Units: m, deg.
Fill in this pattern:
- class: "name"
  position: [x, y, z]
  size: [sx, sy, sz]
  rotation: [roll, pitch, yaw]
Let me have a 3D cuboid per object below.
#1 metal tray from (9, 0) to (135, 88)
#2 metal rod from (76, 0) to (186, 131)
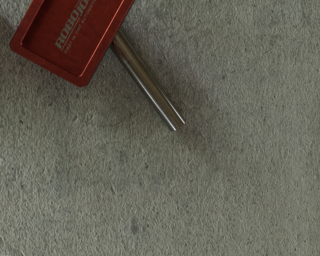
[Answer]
- class: "metal tray"
  position: [-0.095, -0.122, 0.351]
  size: [0.090, 0.030, 0.130]
  rotation: [29, 93, -12]
- class: "metal rod"
  position: [-0.062, -0.121, 0.385]
  size: [0.025, 0.025, 0.299]
  rotation: [-40, 103, -16]
